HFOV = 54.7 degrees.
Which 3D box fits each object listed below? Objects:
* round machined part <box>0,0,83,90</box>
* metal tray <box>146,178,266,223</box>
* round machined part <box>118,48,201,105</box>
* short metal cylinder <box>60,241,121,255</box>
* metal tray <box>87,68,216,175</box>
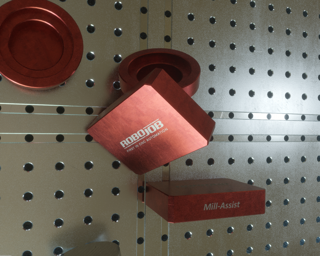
[{"bbox_3d":[-0.140,-0.092,0.352,0.099,0.042,0.097,0,90,-21],"label":"round machined part"},{"bbox_3d":[0.056,0.089,0.400,0.131,0.090,0.030,1,90,-20],"label":"metal tray"},{"bbox_3d":[-0.001,-0.057,0.385,0.099,0.098,0.042,-19,136,-20],"label":"round machined part"},{"bbox_3d":[-0.081,0.173,0.355,0.081,0.080,0.050,-13,95,-20],"label":"short metal cylinder"},{"bbox_3d":[-0.014,0.000,0.354,0.090,0.130,0.030,43,47,-16],"label":"metal tray"}]
